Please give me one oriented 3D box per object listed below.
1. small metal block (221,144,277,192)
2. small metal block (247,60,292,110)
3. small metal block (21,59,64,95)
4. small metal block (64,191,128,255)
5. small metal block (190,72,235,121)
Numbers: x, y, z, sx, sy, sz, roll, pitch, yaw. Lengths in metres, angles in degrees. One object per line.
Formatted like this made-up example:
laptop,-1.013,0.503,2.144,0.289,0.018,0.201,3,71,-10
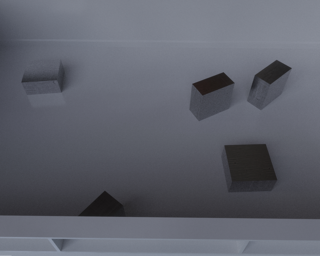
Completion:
small metal block,0.103,0.047,0.366,0.050,0.025,0.050,-2,50,-2
small metal block,0.155,-0.061,0.441,0.050,0.050,0.025,-34,58,-25
small metal block,-0.176,-0.078,0.469,0.050,0.025,0.050,-4,50,-4
small metal block,-0.061,0.098,0.306,0.025,0.050,0.050,33,57,24
small metal block,0.070,-0.043,0.425,0.050,0.050,0.025,-22,54,-18
